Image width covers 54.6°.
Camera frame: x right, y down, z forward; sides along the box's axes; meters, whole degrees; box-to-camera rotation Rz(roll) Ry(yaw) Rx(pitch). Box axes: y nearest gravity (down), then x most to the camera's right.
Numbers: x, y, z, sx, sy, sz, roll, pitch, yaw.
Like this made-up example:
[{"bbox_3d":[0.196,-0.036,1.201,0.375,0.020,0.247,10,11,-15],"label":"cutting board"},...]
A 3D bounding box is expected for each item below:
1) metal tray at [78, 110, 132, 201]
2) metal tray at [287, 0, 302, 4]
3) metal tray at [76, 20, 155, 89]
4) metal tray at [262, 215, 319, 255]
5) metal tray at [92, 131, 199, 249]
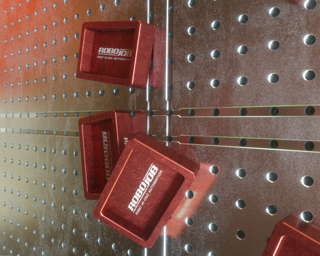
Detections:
[{"bbox_3d":[-0.081,0.043,0.474,0.090,0.030,0.129,-10,84,39],"label":"metal tray"},{"bbox_3d":[0.128,-0.200,0.301,0.090,0.030,0.130,-40,66,33],"label":"metal tray"},{"bbox_3d":[-0.071,-0.111,0.465,0.130,0.030,0.089,15,99,39],"label":"metal tray"},{"bbox_3d":[0.135,0.163,0.294,0.090,0.030,0.129,28,107,36],"label":"metal tray"},{"bbox_3d":[-0.021,0.081,0.398,0.090,0.030,0.129,30,112,5],"label":"metal tray"}]
